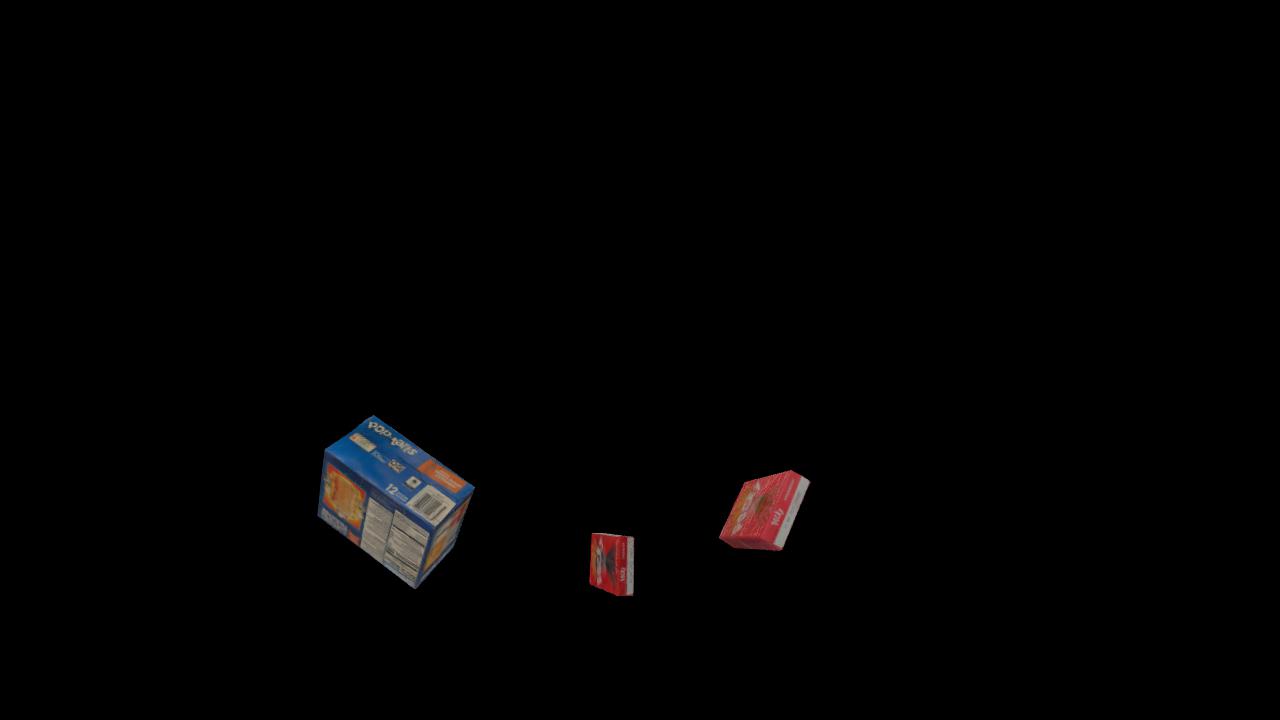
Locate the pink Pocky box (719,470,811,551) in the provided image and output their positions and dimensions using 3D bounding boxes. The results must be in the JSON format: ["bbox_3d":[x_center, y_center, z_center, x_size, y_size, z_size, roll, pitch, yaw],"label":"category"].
[{"bbox_3d":[0.143,0.180,0.727,0.029,0.084,0.155,30,-19,-1],"label":"pink Pocky box"}]

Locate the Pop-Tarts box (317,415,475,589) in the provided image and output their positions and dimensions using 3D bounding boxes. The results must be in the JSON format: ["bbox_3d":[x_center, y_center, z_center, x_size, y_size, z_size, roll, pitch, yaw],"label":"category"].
[{"bbox_3d":[-0.312,0.180,0.782,0.167,0.141,0.083,33,36,9],"label":"Pop-Tarts box"}]

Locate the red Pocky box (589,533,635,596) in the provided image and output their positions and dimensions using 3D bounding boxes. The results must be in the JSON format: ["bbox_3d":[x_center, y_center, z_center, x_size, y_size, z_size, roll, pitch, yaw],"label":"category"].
[{"bbox_3d":[-0.045,0.309,0.939,0.028,0.083,0.155,5,-15,-19],"label":"red Pocky box"}]
